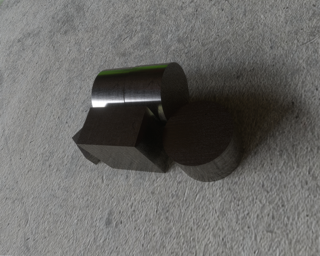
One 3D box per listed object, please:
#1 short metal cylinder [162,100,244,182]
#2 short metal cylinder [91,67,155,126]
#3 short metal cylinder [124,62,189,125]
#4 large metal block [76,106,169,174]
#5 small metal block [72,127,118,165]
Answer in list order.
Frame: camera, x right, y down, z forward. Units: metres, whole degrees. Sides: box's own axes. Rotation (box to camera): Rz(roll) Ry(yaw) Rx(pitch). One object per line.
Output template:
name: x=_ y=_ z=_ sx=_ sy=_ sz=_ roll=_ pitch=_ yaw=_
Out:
short metal cylinder: x=0.050 y=0.016 z=0.353 sx=0.080 sy=0.050 sz=0.080 roll=-13 pitch=56 yaw=21
short metal cylinder: x=-0.047 y=-0.042 z=0.421 sx=0.050 sy=0.080 sz=0.080 roll=1 pitch=62 yaw=29
short metal cylinder: x=-0.002 y=-0.042 z=0.398 sx=0.050 sy=0.080 sz=0.080 roll=1 pitch=62 yaw=29
large metal block: x=-0.039 y=0.016 z=0.382 sx=0.080 sy=0.080 sz=0.050 roll=1 pitch=62 yaw=28
small metal block: x=-0.091 y=0.016 z=0.444 sx=0.050 sy=0.025 sz=0.050 roll=-44 pitch=51 yaw=-3
